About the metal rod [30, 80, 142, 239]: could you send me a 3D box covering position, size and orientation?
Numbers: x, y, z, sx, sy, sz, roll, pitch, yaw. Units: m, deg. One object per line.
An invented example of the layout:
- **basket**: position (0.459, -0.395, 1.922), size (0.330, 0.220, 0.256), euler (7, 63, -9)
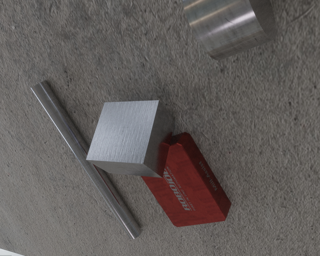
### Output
- **metal rod**: position (-0.113, 0.060, 0.503), size (0.025, 0.025, 0.299), euler (-18, 110, 35)

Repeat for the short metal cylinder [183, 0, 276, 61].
- **short metal cylinder**: position (0.063, -0.106, 0.273), size (0.050, 0.080, 0.080), euler (-16, 110, 34)

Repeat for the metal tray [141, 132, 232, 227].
- **metal tray**: position (0.030, 0.077, 0.436), size (0.090, 0.030, 0.130), euler (-21, 107, 36)

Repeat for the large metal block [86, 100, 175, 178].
- **large metal block**: position (-0.034, 0.014, 0.389), size (0.080, 0.080, 0.050), euler (0, 154, 28)
